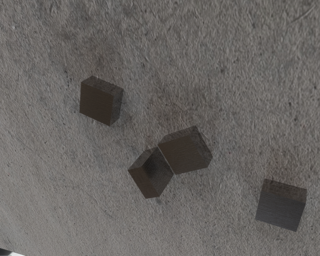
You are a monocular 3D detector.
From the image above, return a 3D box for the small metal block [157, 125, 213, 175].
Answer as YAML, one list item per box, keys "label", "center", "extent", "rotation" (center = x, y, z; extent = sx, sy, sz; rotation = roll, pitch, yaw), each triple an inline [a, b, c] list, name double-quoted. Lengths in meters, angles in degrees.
- label: "small metal block"
  center: [0.033, 0.030, 0.408]
  extent: [0.050, 0.025, 0.050]
  rotation: [-20, 108, 35]

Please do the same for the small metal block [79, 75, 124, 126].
- label: "small metal block"
  center: [-0.081, -0.037, 0.427]
  extent: [0.050, 0.025, 0.050]
  rotation: [24, 127, 13]

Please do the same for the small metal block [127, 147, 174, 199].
- label: "small metal block"
  center: [-0.012, 0.063, 0.436]
  extent: [0.025, 0.050, 0.050]
  rotation: [-19, 109, 35]

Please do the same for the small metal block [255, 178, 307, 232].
- label: "small metal block"
  center: [0.150, 0.096, 0.387]
  extent: [0.050, 0.025, 0.050]
  rotation: [13, 124, 21]
